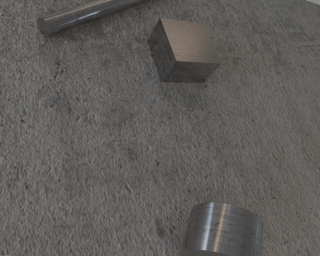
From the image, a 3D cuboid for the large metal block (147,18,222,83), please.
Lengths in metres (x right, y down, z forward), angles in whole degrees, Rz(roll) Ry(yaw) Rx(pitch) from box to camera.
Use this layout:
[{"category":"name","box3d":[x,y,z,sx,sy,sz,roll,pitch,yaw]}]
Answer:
[{"category":"large metal block","box3d":[0.036,-0.117,0.479,0.081,0.050,0.080,-4,64,-30]}]

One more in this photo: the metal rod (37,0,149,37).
[{"category":"metal rod","box3d":[-0.059,-0.204,0.496,0.025,0.025,0.302,48,51,5]}]

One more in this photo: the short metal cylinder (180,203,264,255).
[{"category":"short metal cylinder","box3d":[0.067,0.122,0.330,0.080,0.080,0.050,28,52,-11]}]
